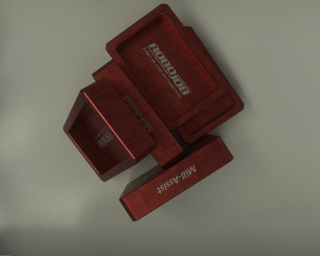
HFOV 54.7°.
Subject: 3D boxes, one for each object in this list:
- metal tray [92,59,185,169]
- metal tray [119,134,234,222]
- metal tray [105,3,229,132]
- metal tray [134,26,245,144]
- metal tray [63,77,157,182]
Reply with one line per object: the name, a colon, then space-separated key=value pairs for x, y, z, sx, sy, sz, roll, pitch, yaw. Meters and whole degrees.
metal tray: x=-0.024 y=-0.015 z=0.376 sx=0.030 sy=0.090 sz=0.130 roll=-37 pitch=90 yaw=0
metal tray: x=0.018 y=0.055 z=0.378 sx=0.130 sy=0.090 sz=0.030 roll=-32 pitch=90 yaw=0
metal tray: x=0.008 y=-0.071 z=0.377 sx=0.090 sy=0.030 sz=0.130 roll=-36 pitch=90 yaw=0
metal tray: x=0.037 y=-0.055 z=0.409 sx=0.090 sy=0.030 sz=0.130 roll=-34 pitch=89 yaw=1
metal tray: x=-0.065 y=0.010 z=0.358 sx=0.030 sy=0.129 sz=0.090 roll=-37 pitch=91 yaw=-31
